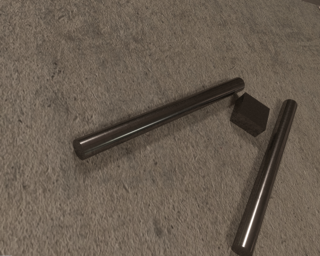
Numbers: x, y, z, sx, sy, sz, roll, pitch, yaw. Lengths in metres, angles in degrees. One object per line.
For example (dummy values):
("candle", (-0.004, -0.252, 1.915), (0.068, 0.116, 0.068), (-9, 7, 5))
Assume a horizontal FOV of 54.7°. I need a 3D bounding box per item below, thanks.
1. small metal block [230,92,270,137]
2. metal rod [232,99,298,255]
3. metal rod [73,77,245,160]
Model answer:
("small metal block", (0.145, -0.022, 0.498), (0.050, 0.025, 0.050), (33, 51, -7))
("metal rod", (0.166, 0.052, 0.463), (0.025, 0.025, 0.301), (38, 51, -3))
("metal rod", (0.021, -0.025, 0.431), (0.302, 0.025, 0.025), (-24, 75, -37))
